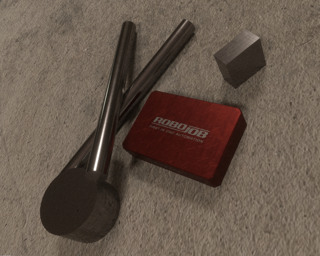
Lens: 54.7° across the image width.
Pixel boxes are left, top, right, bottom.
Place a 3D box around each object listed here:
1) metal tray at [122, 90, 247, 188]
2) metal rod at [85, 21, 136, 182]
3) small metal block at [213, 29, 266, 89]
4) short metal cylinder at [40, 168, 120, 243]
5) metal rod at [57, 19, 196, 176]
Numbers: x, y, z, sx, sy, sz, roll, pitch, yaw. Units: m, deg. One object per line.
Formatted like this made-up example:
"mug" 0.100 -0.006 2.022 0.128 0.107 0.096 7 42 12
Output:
"metal tray" 0.027 0.008 0.380 0.130 0.030 0.090 16 70 34
"metal rod" -0.063 -0.060 0.442 0.025 0.025 0.300 -14 47 20
"small metal block" 0.101 -0.085 0.386 0.050 0.050 0.025 -39 51 2
"short metal cylinder" -0.096 0.095 0.379 0.080 0.050 0.080 -13 56 20
"metal rod" -0.045 -0.040 0.450 0.025 0.025 0.300 30 78 37
